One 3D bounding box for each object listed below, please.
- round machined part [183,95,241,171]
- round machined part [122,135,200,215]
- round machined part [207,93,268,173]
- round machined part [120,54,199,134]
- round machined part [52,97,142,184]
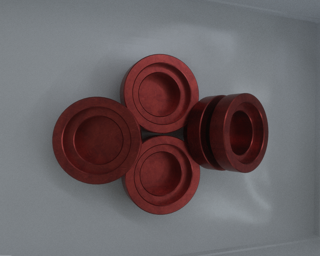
[{"bbox_3d":[0.069,0.006,0.414,0.099,0.042,0.097,1,89,-42],"label":"round machined part"},{"bbox_3d":[-0.002,0.057,0.398,0.099,0.042,0.097,0,90,-20],"label":"round machined part"},{"bbox_3d":[0.093,0.006,0.393,0.099,0.042,0.097,0,90,-42],"label":"round machined part"},{"bbox_3d":[-0.003,-0.042,0.398,0.099,0.042,0.097,0,90,-20],"label":"round machined part"},{"bbox_3d":[-0.070,0.014,0.363,0.099,0.042,0.097,0,90,1],"label":"round machined part"}]
